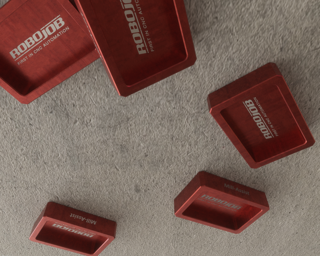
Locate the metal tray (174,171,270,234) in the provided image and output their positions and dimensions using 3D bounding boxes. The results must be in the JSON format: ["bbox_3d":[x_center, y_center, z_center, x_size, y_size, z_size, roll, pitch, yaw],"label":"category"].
[{"bbox_3d":[0.100,0.126,0.512,0.131,0.030,0.089,21,127,-17],"label":"metal tray"}]

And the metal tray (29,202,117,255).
[{"bbox_3d":[-0.156,0.187,0.561,0.131,0.030,0.089,25,126,-20],"label":"metal tray"}]

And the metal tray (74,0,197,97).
[{"bbox_3d":[-0.023,-0.104,0.292,0.090,0.030,0.129,-27,129,-9],"label":"metal tray"}]

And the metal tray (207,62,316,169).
[{"bbox_3d":[0.131,-0.009,0.396,0.090,0.030,0.130,-28,125,21],"label":"metal tray"}]

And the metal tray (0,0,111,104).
[{"bbox_3d":[-0.129,-0.090,0.325,0.130,0.030,0.090,-27,126,21],"label":"metal tray"}]
